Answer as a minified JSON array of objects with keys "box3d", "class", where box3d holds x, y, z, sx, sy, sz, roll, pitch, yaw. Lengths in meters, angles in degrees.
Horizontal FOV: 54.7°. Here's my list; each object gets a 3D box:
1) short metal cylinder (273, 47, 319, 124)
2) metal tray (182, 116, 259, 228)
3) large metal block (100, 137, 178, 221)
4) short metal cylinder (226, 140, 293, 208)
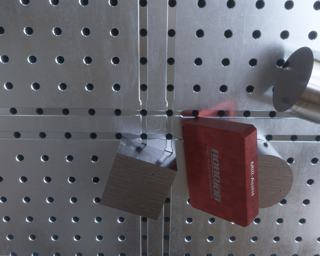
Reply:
[{"box3d":[0.178,-0.050,0.367,0.050,0.080,0.079,17,109,-6],"class":"short metal cylinder"},{"box3d":[0.078,0.055,0.403,0.090,0.030,0.129,11,117,41],"class":"metal tray"},{"box3d":[-0.029,0.069,0.425,0.080,0.050,0.079,18,109,-7],"class":"large metal block"},{"box3d":[0.132,0.062,0.424,0.081,0.050,0.079,0,110,0],"class":"short metal cylinder"}]
